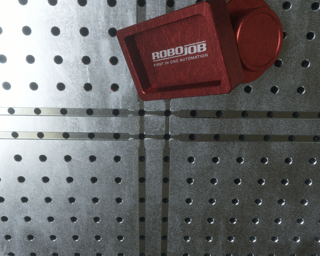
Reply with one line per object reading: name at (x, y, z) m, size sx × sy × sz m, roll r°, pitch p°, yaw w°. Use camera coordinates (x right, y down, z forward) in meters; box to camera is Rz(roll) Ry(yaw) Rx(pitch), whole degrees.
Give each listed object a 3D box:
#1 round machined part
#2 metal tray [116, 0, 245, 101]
round machined part at (0.098, -0.098, 0.348) m, size 0.099 × 0.042 × 0.097 m, roll -8°, pitch 107°, yaw -28°
metal tray at (0.018, -0.080, 0.341) m, size 0.130 × 0.030 × 0.090 m, roll -1°, pitch 117°, yaw 42°
